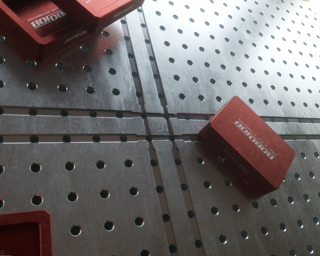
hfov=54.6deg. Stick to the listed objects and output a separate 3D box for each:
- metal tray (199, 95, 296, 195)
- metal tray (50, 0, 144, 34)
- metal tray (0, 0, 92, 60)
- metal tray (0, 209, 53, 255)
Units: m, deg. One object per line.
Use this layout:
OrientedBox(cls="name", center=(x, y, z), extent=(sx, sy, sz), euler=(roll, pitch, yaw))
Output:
OrientedBox(cls="metal tray", center=(0.132, 0.023, 0.461), extent=(0.130, 0.030, 0.090), euler=(45, 51, 3))
OrientedBox(cls="metal tray", center=(-0.086, -0.194, 0.437), extent=(0.090, 0.030, 0.131), euler=(41, 49, -1))
OrientedBox(cls="metal tray", center=(-0.144, -0.156, 0.422), extent=(0.090, 0.030, 0.131), euler=(43, 51, 1))
OrientedBox(cls="metal tray", center=(-0.134, 0.137, 0.248), extent=(0.091, 0.030, 0.130), euler=(1, 61, -28))
